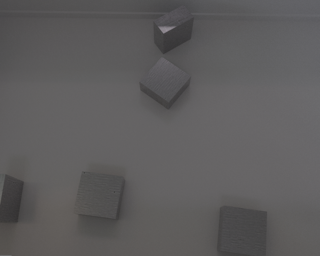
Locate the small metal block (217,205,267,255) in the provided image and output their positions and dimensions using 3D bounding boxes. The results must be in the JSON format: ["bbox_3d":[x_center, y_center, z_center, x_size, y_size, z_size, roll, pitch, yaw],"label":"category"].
[{"bbox_3d":[0.097,0.122,0.366,0.050,0.025,0.050,8,70,3],"label":"small metal block"}]

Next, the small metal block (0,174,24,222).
[{"bbox_3d":[-0.187,0.084,0.364,0.025,0.050,0.050,0,70,0],"label":"small metal block"}]

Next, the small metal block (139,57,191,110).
[{"bbox_3d":[0.007,-0.062,0.432,0.050,0.025,0.050,36,74,12],"label":"small metal block"}]

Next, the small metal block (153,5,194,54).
[{"bbox_3d":[0.019,-0.141,0.448,0.050,0.050,0.025,-32,73,-11],"label":"small metal block"}]

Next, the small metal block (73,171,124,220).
[{"bbox_3d":[-0.073,0.083,0.379,0.050,0.025,0.050,7,70,2],"label":"small metal block"}]
